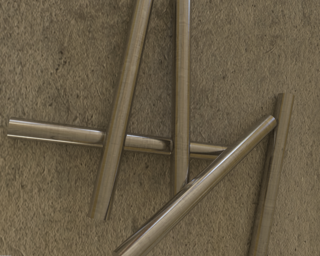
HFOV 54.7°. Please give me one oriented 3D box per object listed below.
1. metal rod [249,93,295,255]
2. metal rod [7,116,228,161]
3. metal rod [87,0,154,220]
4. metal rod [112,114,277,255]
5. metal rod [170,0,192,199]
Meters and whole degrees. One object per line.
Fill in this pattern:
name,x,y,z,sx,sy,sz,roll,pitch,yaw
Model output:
metal rod,0.166,0.095,0.469,0.025,0.025,0.298,13,86,-20
metal rod,-0.028,0.019,0.398,0.302,0.025,0.025,8,87,-20
metal rod,-0.042,-0.044,0.373,0.025,0.025,0.299,14,78,-20
metal rod,0.064,0.059,0.383,0.302,0.025,0.025,-34,102,-36
metal rod,0.027,-0.045,0.400,0.025,0.025,0.298,4,82,-20
